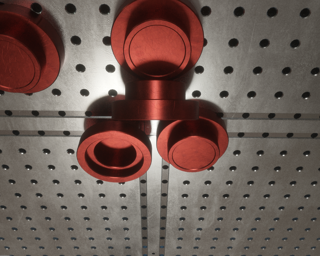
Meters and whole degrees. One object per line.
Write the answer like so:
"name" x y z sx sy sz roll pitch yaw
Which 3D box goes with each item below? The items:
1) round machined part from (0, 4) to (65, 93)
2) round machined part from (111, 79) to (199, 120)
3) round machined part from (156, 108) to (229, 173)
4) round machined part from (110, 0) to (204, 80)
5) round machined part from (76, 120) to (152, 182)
"round machined part" -0.157 -0.077 0.333 0.099 0.042 0.097 -1 130 0
"round machined part" -0.005 -0.030 0.351 0.099 0.098 0.042 0 91 -1
"round machined part" 0.044 0.023 0.421 0.099 0.042 0.097 -1 130 0
"round machined part" -0.003 -0.089 0.325 0.099 0.042 0.097 -1 130 0
"round machined part" -0.060 0.027 0.423 0.099 0.042 0.097 -1 130 0
